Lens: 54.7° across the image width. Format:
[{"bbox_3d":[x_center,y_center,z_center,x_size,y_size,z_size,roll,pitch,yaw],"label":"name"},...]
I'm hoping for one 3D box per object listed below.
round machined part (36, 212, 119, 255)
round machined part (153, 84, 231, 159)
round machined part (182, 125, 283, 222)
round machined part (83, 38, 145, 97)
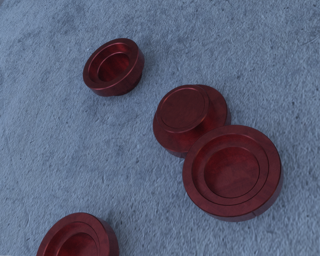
[{"bbox_3d":[-0.088,0.149,0.348,0.098,0.042,0.098,-13,56,21],"label":"round machined part"},{"bbox_3d":[0.035,-0.015,0.384,0.098,0.042,0.098,-13,56,21],"label":"round machined part"},{"bbox_3d":[0.077,0.049,0.323,0.098,0.042,0.098,-13,56,21],"label":"round machined part"},{"bbox_3d":[-0.067,-0.089,0.483,0.098,0.042,0.098,-13,56,21],"label":"round machined part"}]
